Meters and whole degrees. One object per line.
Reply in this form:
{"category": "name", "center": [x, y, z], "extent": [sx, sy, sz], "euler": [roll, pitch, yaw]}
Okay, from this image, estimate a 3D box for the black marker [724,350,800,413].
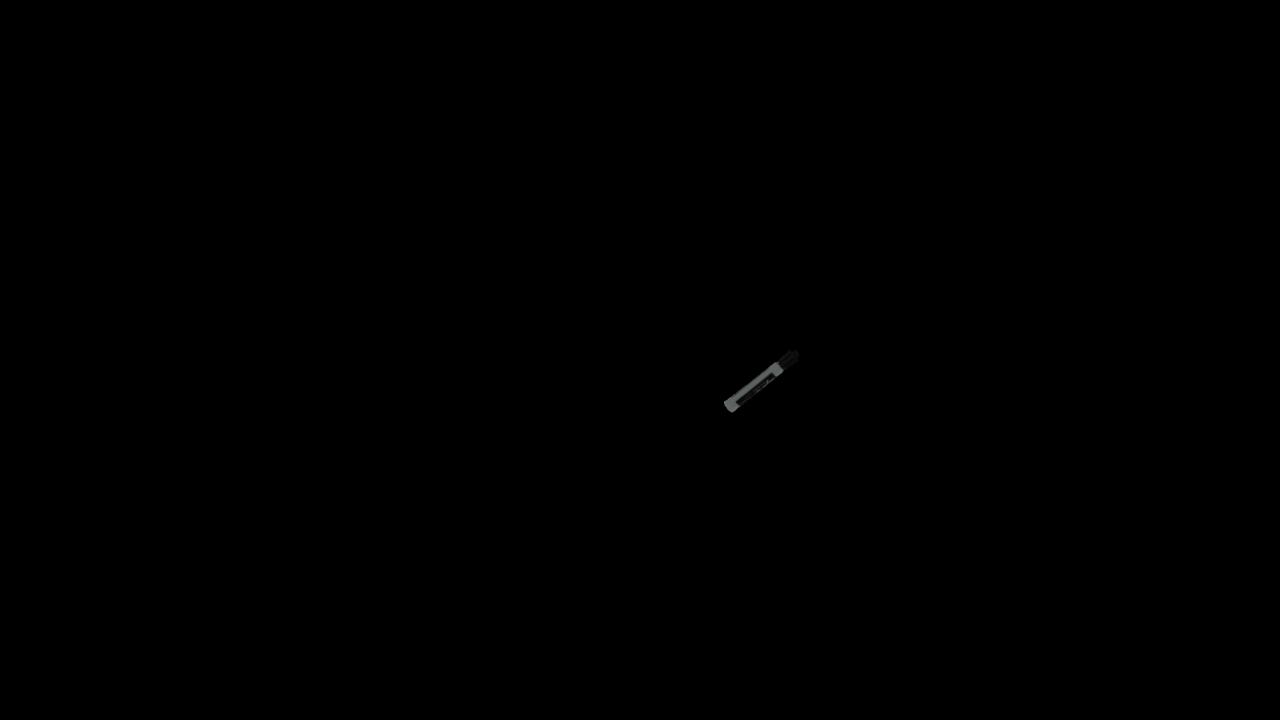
{"category": "black marker", "center": [0.165, 0.028, 0.831], "extent": [0.121, 0.020, 0.020], "euler": [-41, -15, 18]}
